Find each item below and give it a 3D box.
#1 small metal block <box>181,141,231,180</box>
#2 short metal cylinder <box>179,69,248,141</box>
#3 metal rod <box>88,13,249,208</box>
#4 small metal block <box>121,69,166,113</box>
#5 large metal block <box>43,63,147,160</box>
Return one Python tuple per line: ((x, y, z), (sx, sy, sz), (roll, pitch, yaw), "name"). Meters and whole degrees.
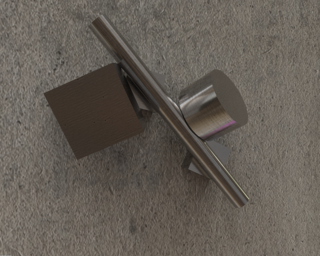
((0.065, 0.042, 0.436), (0.050, 0.025, 0.050), (26, 81, -19), "small metal block")
((0.070, -0.029, 0.403), (0.080, 0.050, 0.080), (33, 42, -35), "short metal cylinder")
((0.020, -0.012, 0.392), (0.025, 0.025, 0.300), (-43, 104, -15), "metal rod")
((-0.025, -0.049, 0.402), (0.050, 0.025, 0.050), (13, 86, -20), "small metal block")
((-0.070, -0.021, 0.354), (0.080, 0.050, 0.080), (-23, 100, 5), "large metal block")
